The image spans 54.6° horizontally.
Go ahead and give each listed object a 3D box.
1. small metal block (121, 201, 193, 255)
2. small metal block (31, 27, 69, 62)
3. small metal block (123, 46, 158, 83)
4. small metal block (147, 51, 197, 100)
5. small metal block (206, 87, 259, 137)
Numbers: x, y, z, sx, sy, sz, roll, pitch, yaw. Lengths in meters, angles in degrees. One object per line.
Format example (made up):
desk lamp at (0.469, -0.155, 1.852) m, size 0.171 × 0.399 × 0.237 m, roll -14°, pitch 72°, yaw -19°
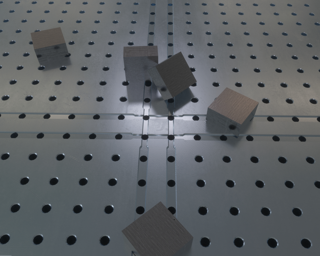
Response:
small metal block at (-0.003, 0.112, 0.314) m, size 0.050 × 0.025 × 0.050 m, roll -32°, pitch 57°, yaw -24°
small metal block at (-0.187, -0.143, 0.527) m, size 0.050 × 0.025 × 0.050 m, roll -17°, pitch 52°, yaw -14°
small metal block at (-0.028, -0.097, 0.473) m, size 0.050 × 0.050 × 0.025 m, roll -3°, pitch 50°, yaw -2°
small metal block at (0.018, -0.076, 0.454) m, size 0.050 × 0.025 × 0.050 m, roll -36°, pitch 103°, yaw -26°
small metal block at (0.099, -0.023, 0.428) m, size 0.050 × 0.025 × 0.050 m, roll 31°, pitch 56°, yaw 23°
